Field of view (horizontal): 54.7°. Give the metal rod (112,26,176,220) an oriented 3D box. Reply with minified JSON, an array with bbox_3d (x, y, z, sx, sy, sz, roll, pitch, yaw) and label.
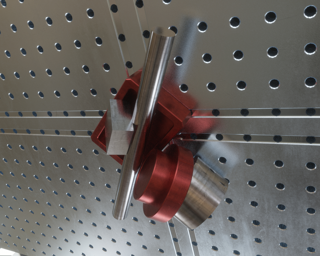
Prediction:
[{"bbox_3d":[-0.030,0.019,0.398,0.025,0.025,0.298,25,127,12],"label":"metal rod"}]

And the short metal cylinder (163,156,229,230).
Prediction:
[{"bbox_3d":[0.043,0.083,0.402,0.050,0.080,0.080,40,129,1],"label":"short metal cylinder"}]

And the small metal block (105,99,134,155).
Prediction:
[{"bbox_3d":[-0.053,-0.001,0.393,0.025,0.050,0.050,2,140,-18],"label":"small metal block"}]

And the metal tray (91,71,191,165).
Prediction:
[{"bbox_3d":[-0.030,-0.001,0.421,0.090,0.030,0.129,40,129,0],"label":"metal tray"}]

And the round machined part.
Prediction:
[{"bbox_3d":[-0.001,0.064,0.389,0.042,0.098,0.097,24,130,-14],"label":"round machined part"}]
